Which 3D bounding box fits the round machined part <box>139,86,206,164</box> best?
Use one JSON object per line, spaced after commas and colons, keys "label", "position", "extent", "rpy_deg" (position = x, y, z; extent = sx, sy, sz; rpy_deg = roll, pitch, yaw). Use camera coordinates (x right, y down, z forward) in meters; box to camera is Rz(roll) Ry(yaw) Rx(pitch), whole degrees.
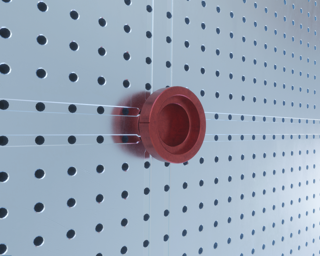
{"label": "round machined part", "position": [0.012, -0.004, 0.406], "extent": [0.099, 0.042, 0.097], "rpy_deg": [0, 90, -40]}
